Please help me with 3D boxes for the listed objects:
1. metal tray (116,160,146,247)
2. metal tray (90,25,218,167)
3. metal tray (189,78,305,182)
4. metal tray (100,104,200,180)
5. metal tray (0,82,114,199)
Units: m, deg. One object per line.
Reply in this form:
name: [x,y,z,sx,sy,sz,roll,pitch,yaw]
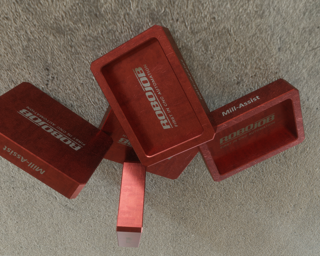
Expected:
metal tray: [-0.040,0.111,0.434,0.030,0.090,0.129,5,151,-4]
metal tray: [-0.006,-0.033,0.339,0.090,0.030,0.130,-25,97,19]
metal tray: [0.111,0.006,0.390,0.130,0.030,0.090,-26,127,2]
metal tray: [-0.016,0.016,0.419,0.131,0.030,0.089,20,127,-17]
metal tray: [-0.128,0.010,0.353,0.130,0.090,0.030,35,123,-6]
